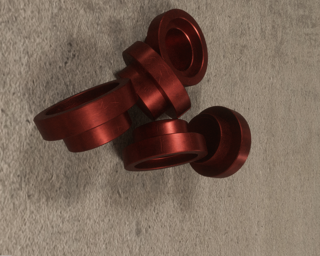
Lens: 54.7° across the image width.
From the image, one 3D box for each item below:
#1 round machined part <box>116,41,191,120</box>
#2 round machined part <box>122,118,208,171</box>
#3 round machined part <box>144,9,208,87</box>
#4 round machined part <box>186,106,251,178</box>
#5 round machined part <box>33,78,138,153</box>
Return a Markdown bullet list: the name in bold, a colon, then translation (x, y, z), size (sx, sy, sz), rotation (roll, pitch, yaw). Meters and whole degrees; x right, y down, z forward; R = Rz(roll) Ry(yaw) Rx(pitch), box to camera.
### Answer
- **round machined part**: translation (-0.012, -0.046, 0.354), size (0.042, 0.098, 0.098), rotation (-40, 117, -7)
- **round machined part**: translation (0.004, 0.020, 0.367), size (0.099, 0.098, 0.042), rotation (3, 69, -40)
- **round machined part**: translation (0.017, -0.100, 0.404), size (0.099, 0.042, 0.097), rotation (7, 80, -46)
- **round machined part**: translation (0.069, 0.017, 0.418), size (0.042, 0.098, 0.097), rotation (15, 81, -39)
- **round machined part**: translation (-0.067, -0.011, 0.303), size (0.099, 0.098, 0.042), rotation (-35, 112, -35)
